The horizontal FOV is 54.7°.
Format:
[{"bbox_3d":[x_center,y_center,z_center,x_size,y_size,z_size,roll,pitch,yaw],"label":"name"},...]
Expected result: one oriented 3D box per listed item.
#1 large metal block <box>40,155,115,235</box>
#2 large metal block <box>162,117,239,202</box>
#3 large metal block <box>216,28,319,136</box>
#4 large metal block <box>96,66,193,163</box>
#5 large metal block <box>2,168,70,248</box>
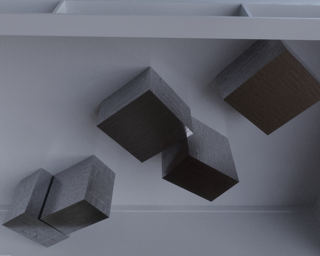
[{"bbox_3d":[-0.117,0.098,0.455,0.080,0.080,0.050,-27,125,20],"label":"large metal block"},{"bbox_3d":[0.049,0.037,0.406,0.080,0.080,0.050,29,124,-23],"label":"large metal block"},{"bbox_3d":[0.125,-0.050,0.352,0.080,0.050,0.080,34,122,-26],"label":"large metal block"},{"bbox_3d":[-0.017,-0.014,0.381,0.080,0.050,0.080,-32,124,24],"label":"large metal block"},{"bbox_3d":[-0.177,0.122,0.475,0.050,0.080,0.080,-30,124,23],"label":"large metal block"}]
